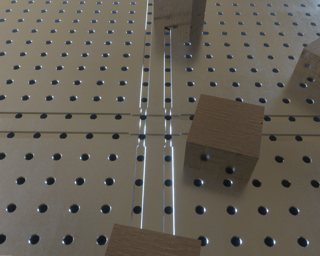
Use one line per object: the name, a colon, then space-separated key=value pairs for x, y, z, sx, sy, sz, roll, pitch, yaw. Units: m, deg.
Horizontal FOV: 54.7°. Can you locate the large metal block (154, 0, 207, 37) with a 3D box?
large metal block: x=0.036 y=-0.225 z=0.562 sx=0.080 sy=0.080 sz=0.050 roll=29 pitch=56 yaw=21

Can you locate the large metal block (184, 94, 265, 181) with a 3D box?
large metal block: x=0.080 y=0.010 z=0.384 sx=0.080 sy=0.050 sz=0.080 roll=13 pitch=51 yaw=10

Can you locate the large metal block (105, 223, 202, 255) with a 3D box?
large metal block: x=-0.010 y=0.140 z=0.274 sx=0.080 sy=0.050 sz=0.080 roll=9 pitch=51 yaw=7

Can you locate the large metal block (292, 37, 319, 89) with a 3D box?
large metal block: x=0.271 y=-0.100 z=0.479 sx=0.080 sy=0.050 sz=0.080 roll=-33 pitch=58 yaw=-25
